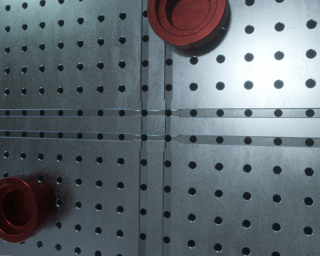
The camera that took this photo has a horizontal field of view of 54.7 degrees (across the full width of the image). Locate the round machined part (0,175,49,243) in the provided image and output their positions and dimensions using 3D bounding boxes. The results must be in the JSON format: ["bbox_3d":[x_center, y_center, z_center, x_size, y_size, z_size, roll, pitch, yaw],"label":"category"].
[{"bbox_3d":[-0.212,0.121,0.476,0.098,0.042,0.097,0,90,19],"label":"round machined part"}]

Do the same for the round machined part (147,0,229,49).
[{"bbox_3d":[0.037,-0.148,0.390,0.098,0.042,0.097,0,90,19],"label":"round machined part"}]
